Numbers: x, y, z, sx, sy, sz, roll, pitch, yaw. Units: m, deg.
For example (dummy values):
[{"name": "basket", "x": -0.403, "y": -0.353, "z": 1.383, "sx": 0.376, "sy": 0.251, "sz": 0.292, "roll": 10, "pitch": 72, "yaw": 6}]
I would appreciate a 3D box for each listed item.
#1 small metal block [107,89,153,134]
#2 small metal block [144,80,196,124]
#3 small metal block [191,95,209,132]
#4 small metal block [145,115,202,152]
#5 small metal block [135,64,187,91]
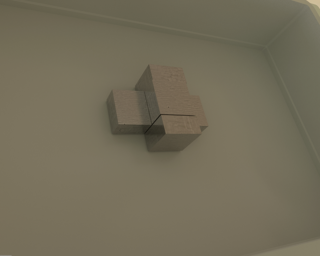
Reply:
[{"name": "small metal block", "x": -0.037, "y": -0.020, "z": 0.395, "sx": 0.050, "sy": 0.025, "sz": 0.050, "roll": 1, "pitch": 61, "yaw": -28}, {"name": "small metal block", "x": 0.012, "y": -0.032, "z": 0.396, "sx": 0.050, "sy": 0.025, "sz": 0.050, "roll": 1, "pitch": 61, "yaw": -28}, {"name": "small metal block", "x": 0.034, "y": -0.019, "z": 0.433, "sx": 0.050, "sy": 0.025, "sz": 0.050, "roll": 1, "pitch": 61, "yaw": -28}, {"name": "small metal block", "x": 0.016, "y": 0.007, "z": 0.389, "sx": 0.050, "sy": 0.050, "sz": 0.025, "roll": 1, "pitch": 62, "yaw": -28}, {"name": "small metal block", "x": 0.000, "y": -0.059, "z": 0.423, "sx": 0.050, "sy": 0.050, "sz": 0.025, "roll": 1, "pitch": 62, "yaw": -28}]
